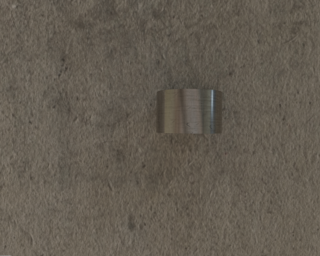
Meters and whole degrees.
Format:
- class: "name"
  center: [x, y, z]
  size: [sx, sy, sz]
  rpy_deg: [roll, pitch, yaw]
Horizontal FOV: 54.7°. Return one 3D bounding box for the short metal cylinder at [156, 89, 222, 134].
- class: "short metal cylinder"
  center: [0.036, -0.019, 0.383]
  size: [0.081, 0.080, 0.050]
  rpy_deg: [1, 90, -1]
